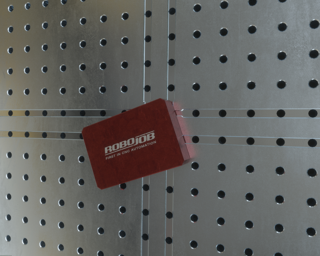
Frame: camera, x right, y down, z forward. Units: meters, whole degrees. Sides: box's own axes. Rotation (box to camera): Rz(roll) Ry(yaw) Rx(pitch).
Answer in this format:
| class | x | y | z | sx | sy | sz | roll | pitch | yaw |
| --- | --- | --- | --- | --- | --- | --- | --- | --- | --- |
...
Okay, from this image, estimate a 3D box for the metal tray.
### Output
| class | x | y | z | sx | sy | sz | roll | pitch | yaw |
| --- | --- | --- | --- | --- | --- | --- | --- | --- | --- |
| metal tray | -0.035 | 0.023 | 0.423 | 0.130 | 0.030 | 0.090 | -20 | 84 | 19 |
